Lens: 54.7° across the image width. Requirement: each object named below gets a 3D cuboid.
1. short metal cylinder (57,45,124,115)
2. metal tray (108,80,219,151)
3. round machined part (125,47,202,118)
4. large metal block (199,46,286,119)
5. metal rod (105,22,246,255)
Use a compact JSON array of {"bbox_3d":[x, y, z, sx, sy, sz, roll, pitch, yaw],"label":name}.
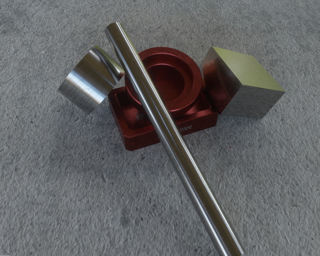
[{"bbox_3d":[-0.090,-0.064,0.413,0.050,0.080,0.080,40,53,-14],"label":"short metal cylinder"},{"bbox_3d":[0.003,-0.027,0.424,0.131,0.030,0.090,-16,52,-14],"label":"metal tray"},{"bbox_3d":[0.003,-0.055,0.409,0.099,0.042,0.098,2,65,-4],"label":"round machined part"},{"bbox_3d":[0.105,-0.060,0.418,0.081,0.050,0.080,3,45,-33],"label":"large metal block"},{"bbox_3d":[0.006,0.000,0.348,0.025,0.025,0.299,-22,70,-17],"label":"metal rod"}]
